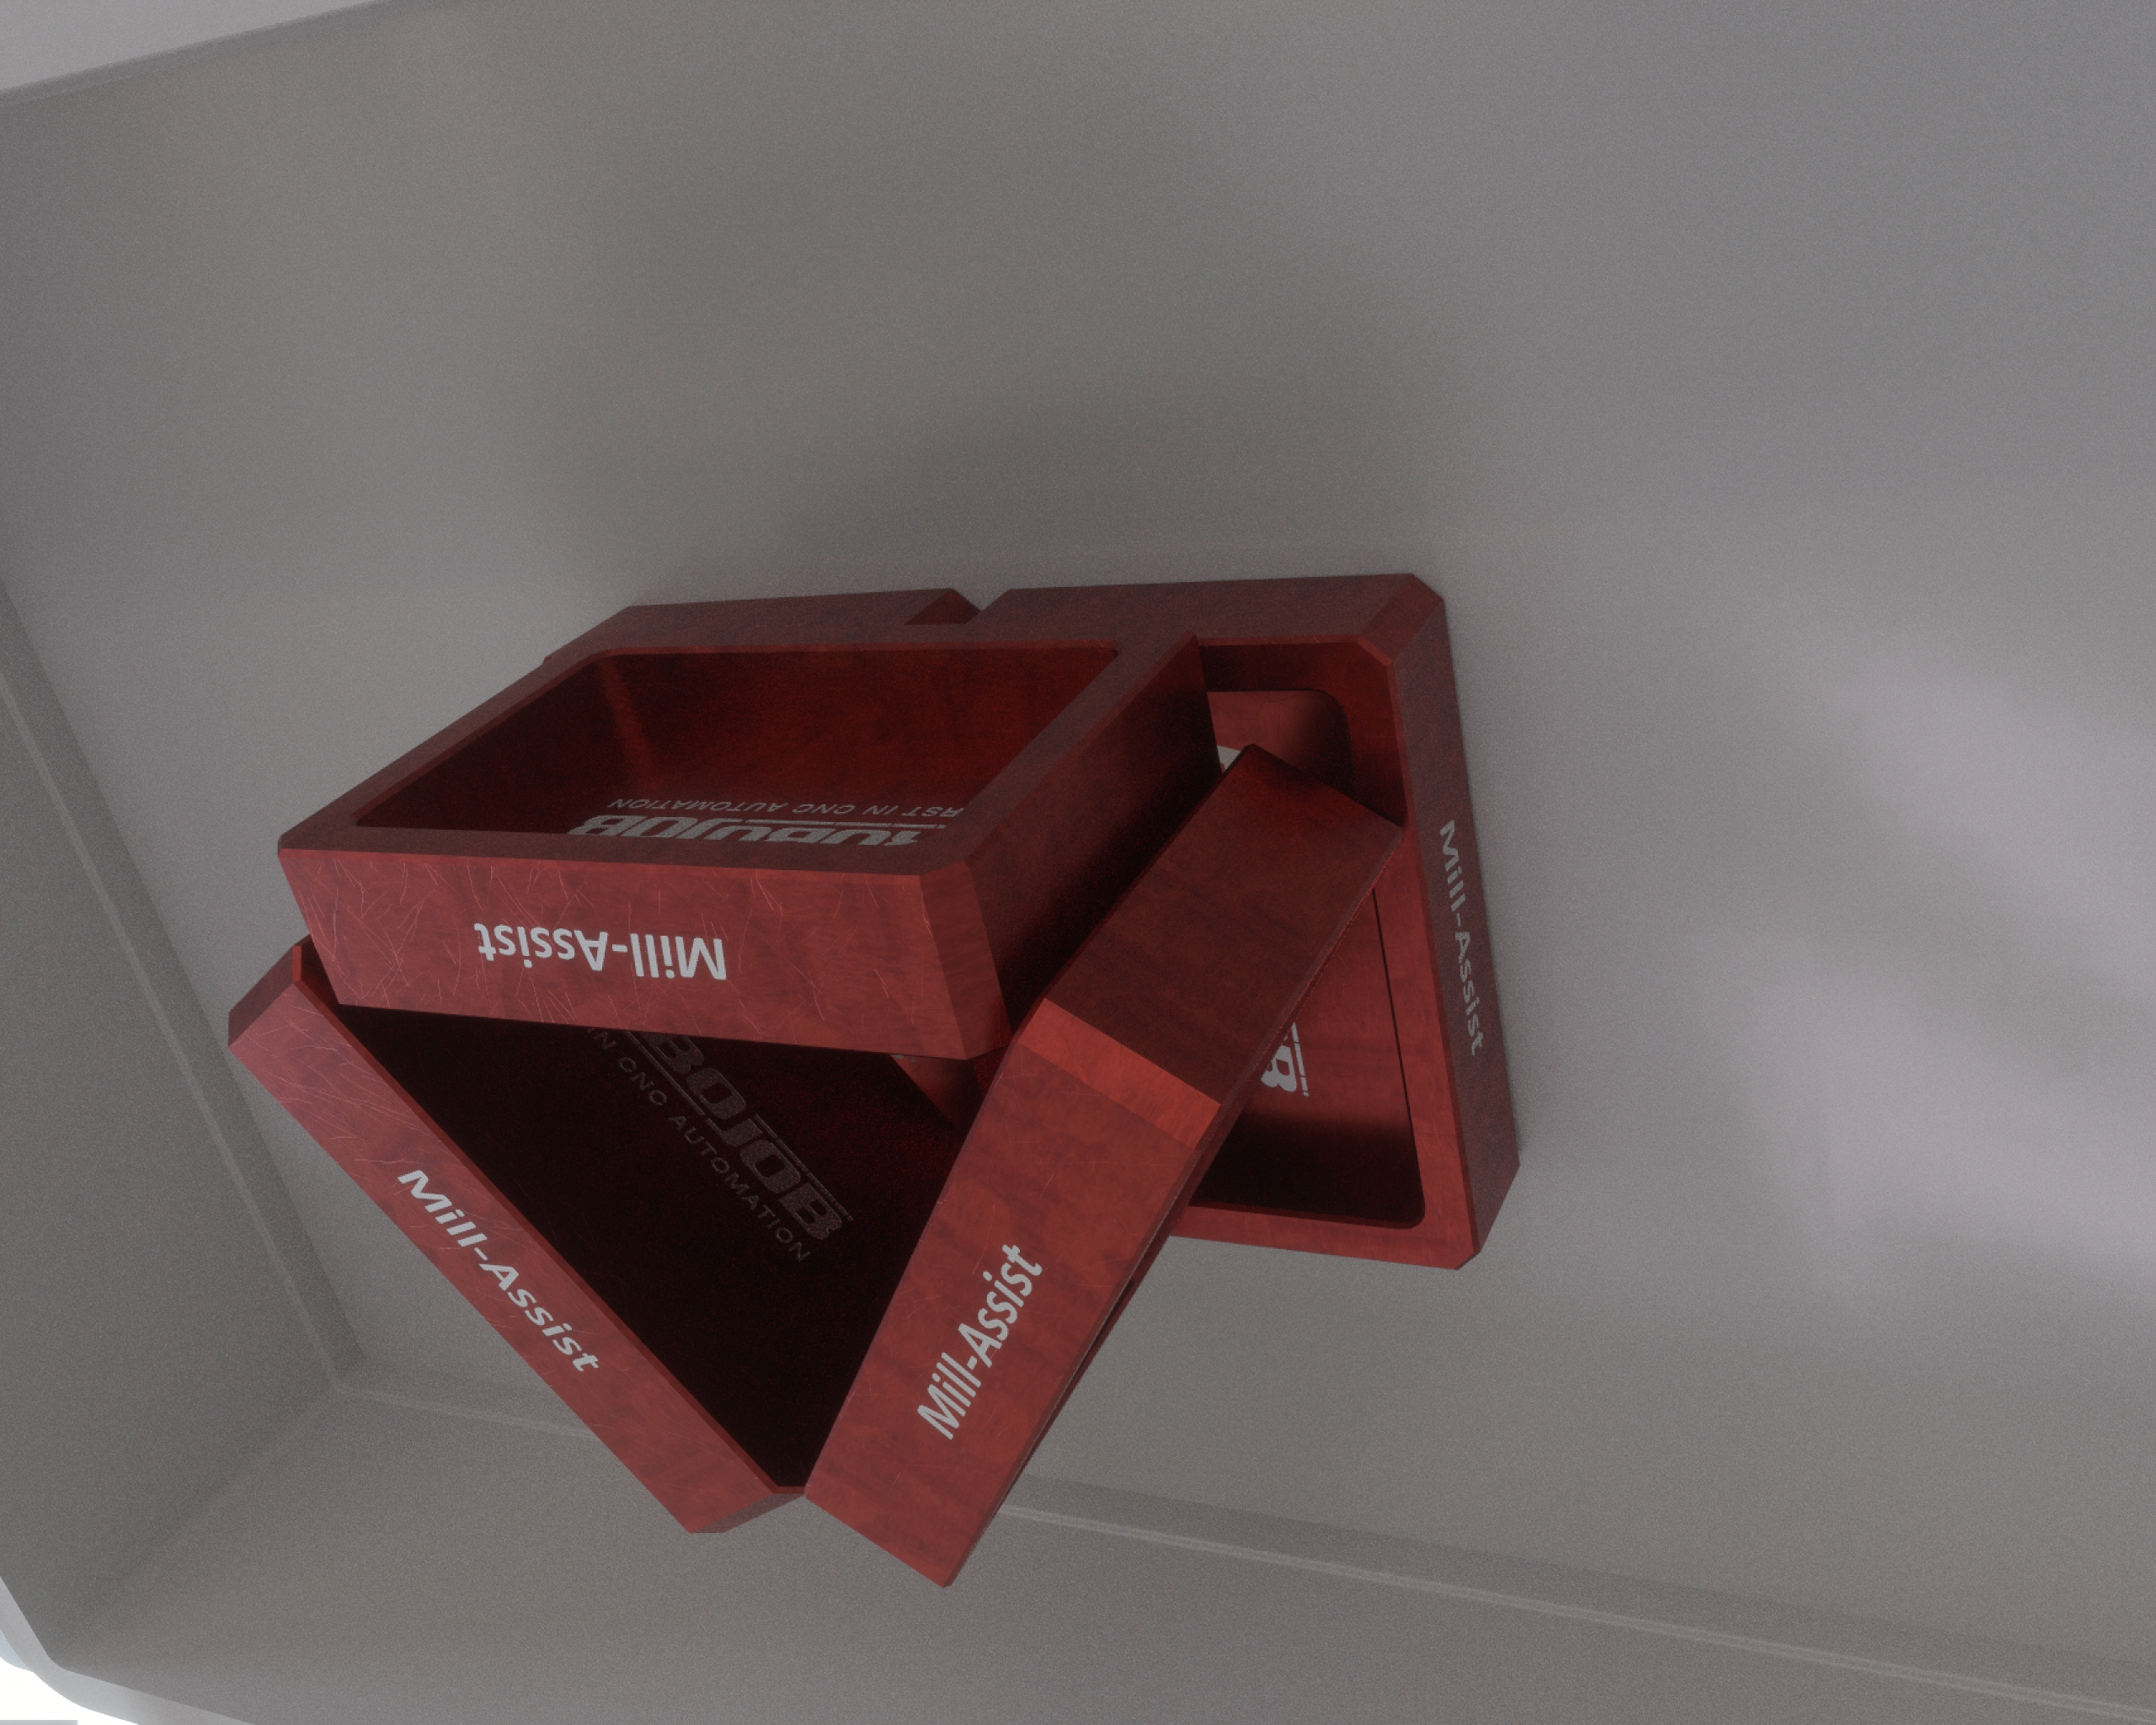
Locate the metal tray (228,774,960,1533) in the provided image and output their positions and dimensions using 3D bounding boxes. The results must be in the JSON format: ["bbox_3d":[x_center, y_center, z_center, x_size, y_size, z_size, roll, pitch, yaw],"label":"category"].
[{"bbox_3d":[-0.082,0.050,0.399,0.130,0.090,0.030,49,129,-7],"label":"metal tray"}]

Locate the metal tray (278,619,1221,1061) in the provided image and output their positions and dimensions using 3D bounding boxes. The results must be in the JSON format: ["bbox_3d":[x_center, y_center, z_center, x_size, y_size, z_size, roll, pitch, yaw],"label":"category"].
[{"bbox_3d":[-0.053,-0.008,0.347,0.130,0.090,0.030,2,120,27],"label":"metal tray"}]

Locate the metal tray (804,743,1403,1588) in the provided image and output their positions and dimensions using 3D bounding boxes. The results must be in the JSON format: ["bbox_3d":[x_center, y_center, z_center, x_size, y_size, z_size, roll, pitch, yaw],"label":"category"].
[{"bbox_3d":[0.003,0.052,0.355,0.030,0.090,0.129,31,129,8],"label":"metal tray"}]

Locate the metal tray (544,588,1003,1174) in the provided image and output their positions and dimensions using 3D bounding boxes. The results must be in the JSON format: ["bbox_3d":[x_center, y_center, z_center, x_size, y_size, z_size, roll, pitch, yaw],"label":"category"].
[{"bbox_3d":[-0.052,0.010,0.439,0.090,0.030,0.129,1,118,28],"label":"metal tray"}]

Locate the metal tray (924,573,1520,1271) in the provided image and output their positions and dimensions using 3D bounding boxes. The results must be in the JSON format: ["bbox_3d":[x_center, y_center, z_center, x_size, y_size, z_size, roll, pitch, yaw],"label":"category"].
[{"bbox_3d":[0.029,0.012,0.396,0.090,0.030,0.129,1,118,28],"label":"metal tray"}]
